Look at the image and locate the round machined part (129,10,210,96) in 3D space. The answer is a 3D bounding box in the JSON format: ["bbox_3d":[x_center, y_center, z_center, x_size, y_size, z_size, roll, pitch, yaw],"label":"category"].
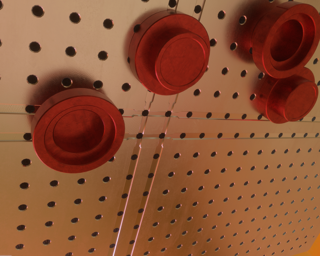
[{"bbox_3d":[0.017,-0.082,0.360,0.099,0.042,0.097,-14,125,-21],"label":"round machined part"}]

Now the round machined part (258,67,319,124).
[{"bbox_3d":[0.206,-0.049,0.486,0.099,0.042,0.097,-14,125,-21],"label":"round machined part"}]

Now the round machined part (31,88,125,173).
[{"bbox_3d":[-0.093,0.000,0.350,0.099,0.042,0.097,-14,125,-21],"label":"round machined part"}]

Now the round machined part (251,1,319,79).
[{"bbox_3d":[0.164,-0.120,0.418,0.099,0.042,0.097,-14,125,-21],"label":"round machined part"}]
